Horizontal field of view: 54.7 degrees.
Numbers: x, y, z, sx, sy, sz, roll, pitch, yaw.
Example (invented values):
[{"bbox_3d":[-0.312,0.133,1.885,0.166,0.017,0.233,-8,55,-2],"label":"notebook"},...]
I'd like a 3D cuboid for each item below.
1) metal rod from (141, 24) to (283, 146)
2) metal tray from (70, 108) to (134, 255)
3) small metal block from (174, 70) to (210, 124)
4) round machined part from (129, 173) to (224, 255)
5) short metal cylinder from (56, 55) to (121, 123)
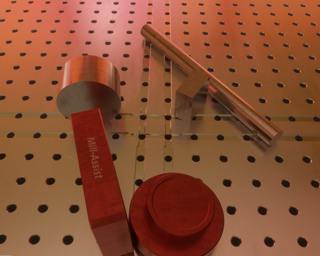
[{"bbox_3d":[0.062,-0.081,0.475,0.025,0.025,0.300,-28,56,-22],"label":"metal rod"},{"bbox_3d":[-0.060,0.055,0.318,0.030,0.089,0.130,-14,52,-11],"label":"metal tray"},{"bbox_3d":[0.044,-0.043,0.428,0.025,0.050,0.050,26,54,19],"label":"small metal block"},{"bbox_3d":[0.018,0.086,0.317,0.099,0.042,0.098,5,47,-5],"label":"round machined part"},{"bbox_3d":[-0.093,-0.049,0.412,0.081,0.080,0.050,-5,50,-4],"label":"short metal cylinder"}]
